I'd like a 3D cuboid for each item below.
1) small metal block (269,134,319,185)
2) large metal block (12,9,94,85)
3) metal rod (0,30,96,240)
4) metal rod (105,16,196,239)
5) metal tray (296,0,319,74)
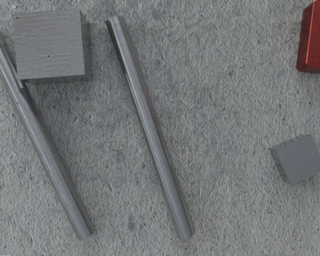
[{"bbox_3d":[0.182,0.041,0.413,0.050,0.025,0.050,-23,90,-1],"label":"small metal block"},{"bbox_3d":[-0.134,-0.101,0.396,0.081,0.050,0.079,-5,90,-1],"label":"large metal block"},{"bbox_3d":[-0.160,0.006,0.407,0.025,0.025,0.299,-25,90,0],"label":"metal rod"},{"bbox_3d":[-0.013,-0.001,0.409,0.025,0.025,0.298,-19,90,0],"label":"metal rod"},{"bbox_3d":[0.256,-0.114,0.411,0.131,0.030,0.089,7,90,-1],"label":"metal tray"}]
